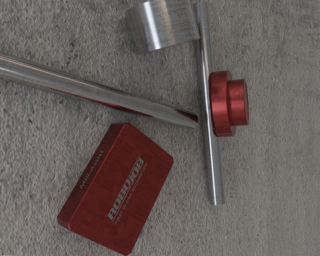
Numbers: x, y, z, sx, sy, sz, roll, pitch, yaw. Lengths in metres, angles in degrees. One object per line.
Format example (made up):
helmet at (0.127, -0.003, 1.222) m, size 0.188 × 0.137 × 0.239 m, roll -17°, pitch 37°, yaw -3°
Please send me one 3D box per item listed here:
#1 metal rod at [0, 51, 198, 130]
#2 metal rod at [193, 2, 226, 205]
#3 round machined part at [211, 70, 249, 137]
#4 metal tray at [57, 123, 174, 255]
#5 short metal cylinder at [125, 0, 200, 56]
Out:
metal rod at (-0.069, -0.038, 0.346) m, size 0.302 × 0.025 × 0.025 m, roll 14°, pitch 81°, yaw -39°
metal rod at (0.074, -0.033, 0.466) m, size 0.025 × 0.025 × 0.298 m, roll -10°, pitch 96°, yaw -40°
round machined part at (0.106, -0.036, 0.455) m, size 0.098 × 0.042 × 0.097 m, roll -4°, pitch 90°, yaw -70°
metal tray at (-0.046, 0.070, 0.363) m, size 0.090 × 0.030 × 0.130 m, roll 41°, pitch 65°, yaw -32°
short metal cylinder at (0.003, -0.122, 0.371) m, size 0.081 × 0.080 × 0.050 m, roll -25°, pitch 106°, yaw -37°
